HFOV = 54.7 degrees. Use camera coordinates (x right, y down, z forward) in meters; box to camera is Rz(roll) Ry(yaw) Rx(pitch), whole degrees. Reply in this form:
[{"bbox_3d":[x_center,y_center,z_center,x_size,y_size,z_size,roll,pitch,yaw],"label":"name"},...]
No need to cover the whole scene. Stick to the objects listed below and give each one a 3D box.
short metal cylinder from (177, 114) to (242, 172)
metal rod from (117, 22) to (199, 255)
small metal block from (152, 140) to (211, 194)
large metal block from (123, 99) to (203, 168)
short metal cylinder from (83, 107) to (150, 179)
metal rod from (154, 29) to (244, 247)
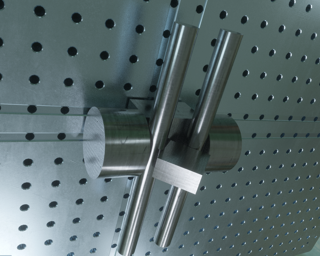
[{"bbox_3d":[0.063,0.020,0.418,0.050,0.080,0.079,1,118,-28],"label":"short metal cylinder"},{"bbox_3d":[-0.010,0.032,0.357,0.025,0.025,0.298,1,118,-29],"label":"metal rod"},{"bbox_3d":[0.025,0.042,0.349,0.050,0.050,0.025,20,115,11],"label":"small metal block"},{"bbox_3d":[-0.001,0.012,0.397,0.081,0.050,0.079,1,118,-29],"label":"large metal block"},{"bbox_3d":[-0.052,0.017,0.353,0.050,0.080,0.079,1,118,-29],"label":"short metal cylinder"},{"bbox_3d":[0.039,0.031,0.383,0.025,0.025,0.298,1,118,-29],"label":"metal rod"}]
